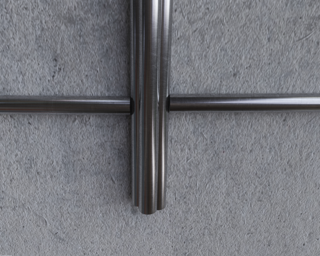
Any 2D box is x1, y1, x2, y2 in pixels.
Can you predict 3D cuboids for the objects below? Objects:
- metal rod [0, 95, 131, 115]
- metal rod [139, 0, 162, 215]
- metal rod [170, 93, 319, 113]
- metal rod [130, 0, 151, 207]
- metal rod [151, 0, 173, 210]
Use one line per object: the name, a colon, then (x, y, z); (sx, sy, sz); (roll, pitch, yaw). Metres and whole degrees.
metal rod: (-0.189, -0.030, 0.397); (0.302, 0.025, 0.025); (0, 110, -1)
metal rod: (-0.013, -0.026, 0.380); (0.025, 0.025, 0.298); (1, 110, -1)
metal rod: (0.164, -0.033, 0.401); (0.302, 0.025, 0.025); (0, 110, -1)
metal rod: (-0.025, -0.032, 0.400); (0.025, 0.025, 0.298); (1, 110, -1)
metal rod: (0.000, -0.026, 0.402); (0.025, 0.025, 0.298); (1, 110, -1)
